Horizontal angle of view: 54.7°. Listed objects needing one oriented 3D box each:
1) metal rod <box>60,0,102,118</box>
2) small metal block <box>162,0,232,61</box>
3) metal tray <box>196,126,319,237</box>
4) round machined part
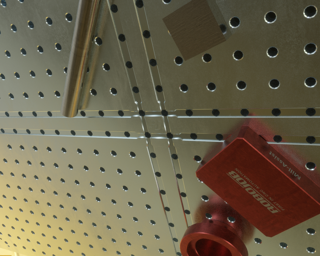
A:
[{"bbox_3d":[-0.089,-0.131,0.374,0.025,0.025,0.298,30,128,8],"label":"metal rod"},{"bbox_3d":[0.039,-0.106,0.324,0.050,0.025,0.050,-21,108,35],"label":"small metal block"},{"bbox_3d":[0.122,0.070,0.386,0.130,0.030,0.090,41,129,0],"label":"metal tray"},{"bbox_3d":[0.083,0.179,0.466,0.098,0.042,0.097,13,124,20],"label":"round machined part"}]
